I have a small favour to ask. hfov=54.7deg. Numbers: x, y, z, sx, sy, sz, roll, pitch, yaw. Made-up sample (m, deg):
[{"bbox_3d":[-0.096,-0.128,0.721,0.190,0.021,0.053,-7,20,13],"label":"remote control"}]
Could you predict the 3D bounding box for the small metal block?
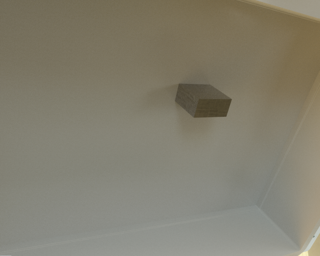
[{"bbox_3d":[0.055,-0.036,0.402,0.050,0.050,0.025,-3,120,-28],"label":"small metal block"}]
